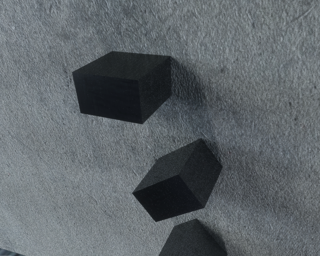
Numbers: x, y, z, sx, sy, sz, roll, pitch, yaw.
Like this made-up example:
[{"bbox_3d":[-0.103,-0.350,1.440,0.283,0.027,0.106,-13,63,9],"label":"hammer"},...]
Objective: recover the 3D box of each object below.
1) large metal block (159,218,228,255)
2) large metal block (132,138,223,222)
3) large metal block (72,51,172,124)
[{"bbox_3d":[0.049,0.200,0.470,0.050,0.080,0.080,-34,99,38],"label":"large metal block"},{"bbox_3d":[0.024,0.067,0.400,0.080,0.080,0.050,-29,102,37],"label":"large metal block"},{"bbox_3d":[-0.040,-0.051,0.361,0.080,0.080,0.050,10,123,22],"label":"large metal block"}]
